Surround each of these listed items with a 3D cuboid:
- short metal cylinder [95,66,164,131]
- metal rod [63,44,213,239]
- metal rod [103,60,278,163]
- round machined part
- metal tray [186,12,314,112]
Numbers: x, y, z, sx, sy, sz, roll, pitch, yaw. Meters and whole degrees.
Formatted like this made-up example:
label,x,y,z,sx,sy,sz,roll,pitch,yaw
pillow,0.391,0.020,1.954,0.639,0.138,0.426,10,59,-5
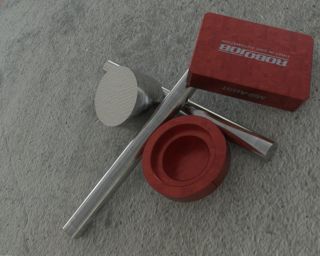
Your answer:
label,x,y,z,sx,sy,sz,roll,pitch,yaw
short metal cylinder,-0.042,-0.038,0.418,0.080,0.050,0.080,-8,77,39
metal rod,-0.017,0.012,0.385,0.300,0.025,0.025,-52,52,0
metal rod,0.017,-0.037,0.420,0.300,0.025,0.025,32,80,38
round machined part,0.033,0.037,0.354,0.098,0.042,0.098,-13,56,21
metal tray,0.104,-0.078,0.359,0.131,0.030,0.090,15,66,4
